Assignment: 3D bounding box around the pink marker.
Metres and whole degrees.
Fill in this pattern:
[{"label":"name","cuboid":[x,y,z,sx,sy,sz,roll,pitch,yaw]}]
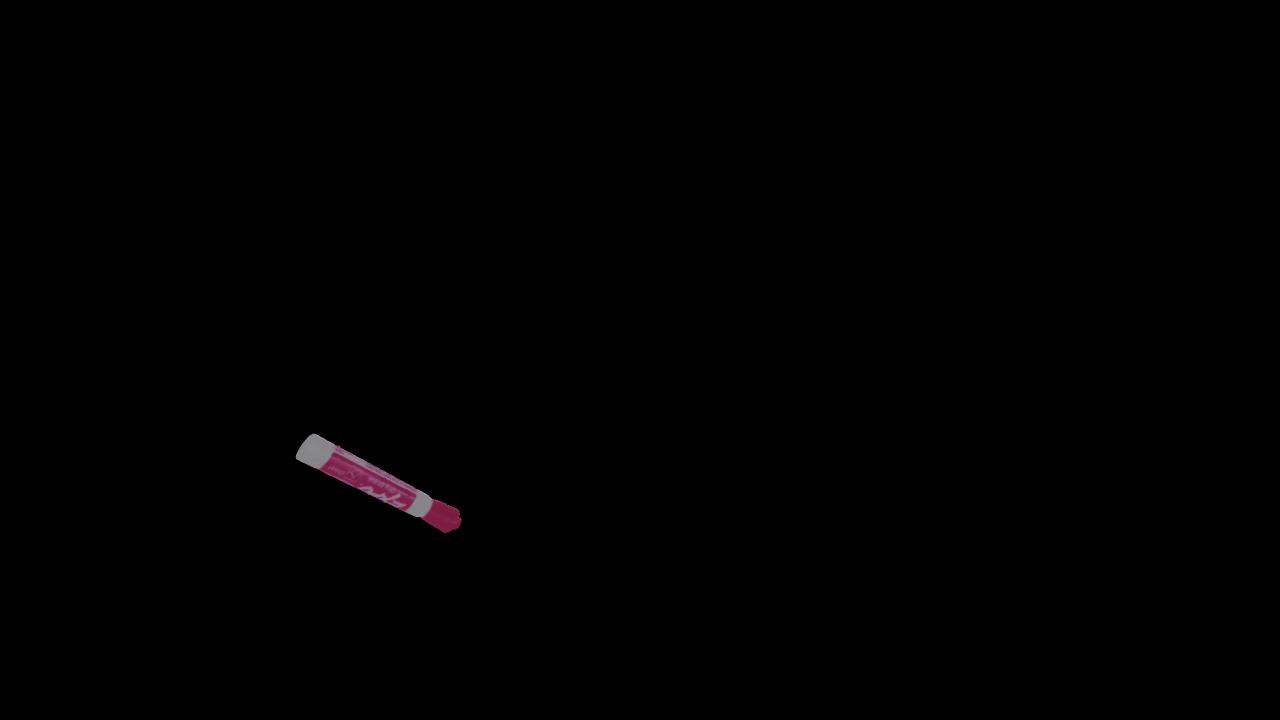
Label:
[{"label":"pink marker","cuboid":[-0.174,0.088,0.422,0.121,0.020,0.020,40,-23,-31]}]
